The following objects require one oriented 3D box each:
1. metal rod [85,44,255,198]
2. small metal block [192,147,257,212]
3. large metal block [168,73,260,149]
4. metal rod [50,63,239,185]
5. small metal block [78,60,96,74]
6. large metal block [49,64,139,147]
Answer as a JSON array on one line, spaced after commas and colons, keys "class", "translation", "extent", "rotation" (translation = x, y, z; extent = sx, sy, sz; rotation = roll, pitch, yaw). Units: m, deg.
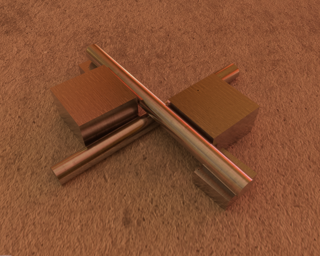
[{"class": "metal rod", "translation": [-0.006, -0.026, 0.393], "extent": [0.025, 0.025, 0.300], "rotation": [-32, 57, -24]}, {"class": "small metal block", "translation": [0.074, 0.058, 0.357], "extent": [0.050, 0.025, 0.050], "rotation": [-36, 59, -26]}, {"class": "large metal block", "translation": [0.066, -0.015, 0.402], "extent": [0.081, 0.050, 0.080], "rotation": [-32, 57, -24]}, {"class": "metal rod", "translation": [-0.003, -0.017, 0.420], "extent": [0.302, 0.025, 0.025], "rotation": [-32, 57, -24]}, {"class": "small metal block", "translation": [-0.089, -0.084, 0.476], "extent": [0.050, 0.025, 0.050], "rotation": [-30, 56, -23]}, {"class": "large metal block", "translation": [-0.085, -0.029, 0.410], "extent": [0.081, 0.050, 0.080], "rotation": [-30, 56, -23]}]
